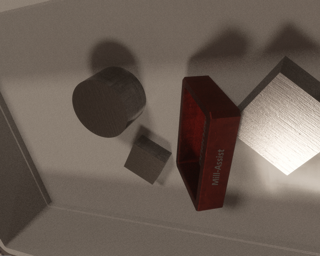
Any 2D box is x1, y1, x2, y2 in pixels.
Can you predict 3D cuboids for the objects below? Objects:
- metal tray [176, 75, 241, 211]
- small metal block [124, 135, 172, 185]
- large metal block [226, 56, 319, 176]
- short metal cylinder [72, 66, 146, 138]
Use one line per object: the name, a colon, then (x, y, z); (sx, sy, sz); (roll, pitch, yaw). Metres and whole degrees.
metal tray: (0.048, 0.017, 0.351); (0.030, 0.090, 0.129); (-6, 123, -12)
small metal block: (-0.018, 0.046, 0.445); (0.050, 0.025, 0.050); (32, 128, 7)
large metal block: (0.129, -0.012, 0.317); (0.080, 0.050, 0.080); (38, 129, 2)
short metal cylinder: (-0.066, -0.034, 0.404); (0.080, 0.050, 0.079); (13, 124, 20)
